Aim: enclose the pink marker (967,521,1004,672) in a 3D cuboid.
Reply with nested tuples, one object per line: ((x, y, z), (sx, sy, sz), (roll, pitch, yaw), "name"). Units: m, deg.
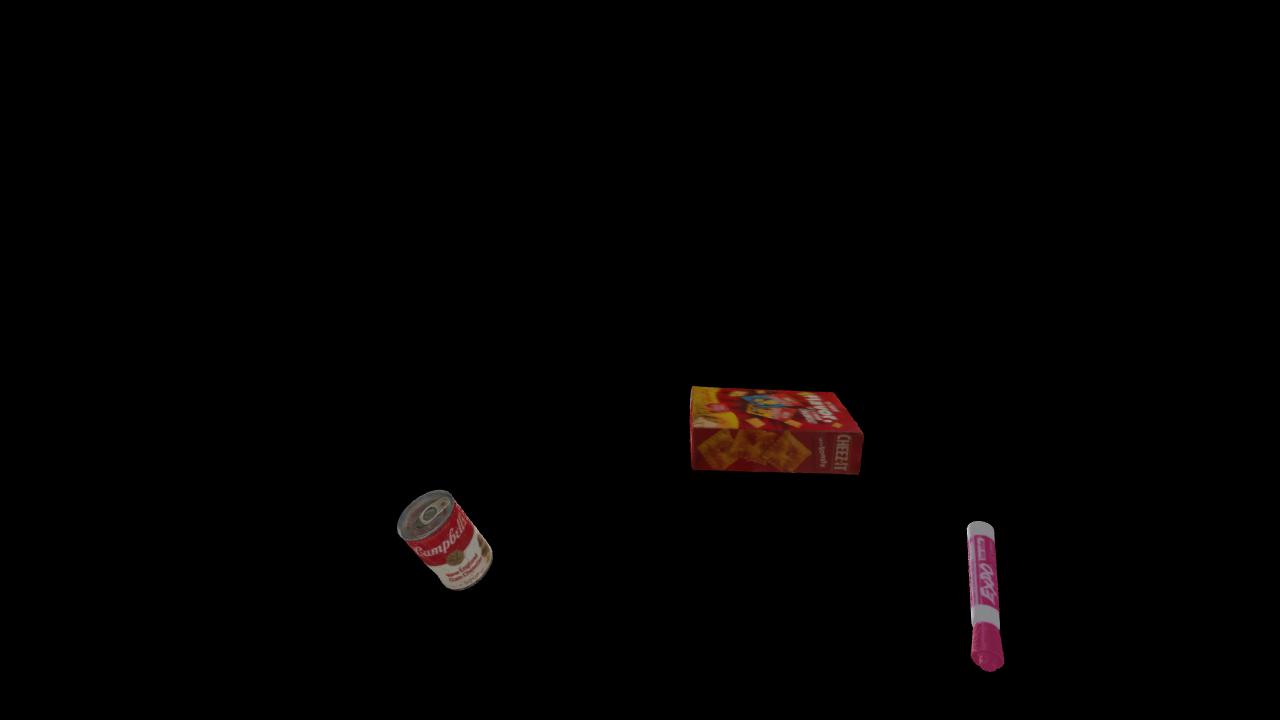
((0.243, 0.163, 0.435), (0.020, 0.020, 0.121), (0, 31, 26), "pink marker")

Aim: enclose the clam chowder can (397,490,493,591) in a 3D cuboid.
((-0.220, 0.207, 0.703), (0.068, 0.102, 0.068), (-14, 36, 11), "clam chowder can")

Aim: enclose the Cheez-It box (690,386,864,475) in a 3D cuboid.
((0.182, 0.096, 0.875), (0.223, 0.071, 0.166), (1, 17, 3), "Cheez-It box")
